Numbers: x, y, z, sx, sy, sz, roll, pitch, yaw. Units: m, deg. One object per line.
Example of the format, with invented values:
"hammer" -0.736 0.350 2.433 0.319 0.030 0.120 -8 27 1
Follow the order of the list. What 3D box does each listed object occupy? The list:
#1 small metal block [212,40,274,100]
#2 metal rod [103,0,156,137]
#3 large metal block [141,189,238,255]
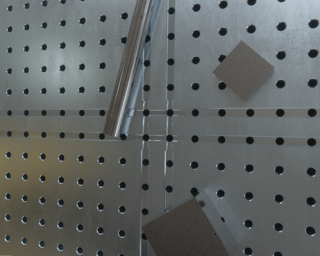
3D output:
"small metal block" 0.101 -0.069 0.377 0.050 0.025 0.050 45 104 14
"metal rod" -0.029 -0.134 0.422 0.025 0.025 0.298 17 96 19
"large metal block" 0.037 0.135 0.386 0.080 0.050 0.080 -34 79 17
